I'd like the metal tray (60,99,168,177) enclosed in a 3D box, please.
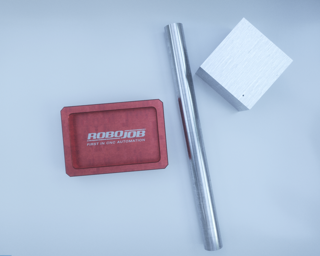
[{"bbox_3d":[-0.058,0.012,0.408,0.131,0.030,0.089,-5,90,-1],"label":"metal tray"}]

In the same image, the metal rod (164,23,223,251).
[{"bbox_3d":[0.044,0.012,0.412,0.025,0.025,0.298,-10,90,0],"label":"metal rod"}]

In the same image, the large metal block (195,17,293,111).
[{"bbox_3d":[0.105,-0.078,0.400,0.080,0.050,0.080,41,90,-1],"label":"large metal block"}]
